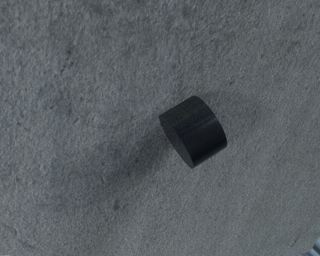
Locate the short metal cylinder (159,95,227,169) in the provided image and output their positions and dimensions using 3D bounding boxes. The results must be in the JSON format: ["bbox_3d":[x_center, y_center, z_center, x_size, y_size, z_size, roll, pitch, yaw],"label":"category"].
[{"bbox_3d":[0.041,0.005,0.399,0.050,0.080,0.080,-32,129,-8],"label":"short metal cylinder"}]
